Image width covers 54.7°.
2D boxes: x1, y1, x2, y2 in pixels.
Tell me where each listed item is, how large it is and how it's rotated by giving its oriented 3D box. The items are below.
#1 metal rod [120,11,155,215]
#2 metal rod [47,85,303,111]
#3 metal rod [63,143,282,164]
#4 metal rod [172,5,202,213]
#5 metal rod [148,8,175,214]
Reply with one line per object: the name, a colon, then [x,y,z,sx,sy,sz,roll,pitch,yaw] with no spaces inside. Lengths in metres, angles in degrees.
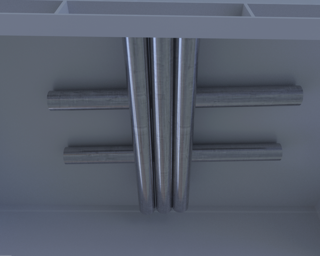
metal rod: [-0.022,0.010,0.381,0.025,0.025,0.298,-1,130,0]
metal rod: [0.018,-0.036,0.377,0.302,0.025,0.025,-1,130,0]
metal rod: [0.018,0.036,0.439,0.302,0.025,0.025,-1,130,0]
metal rod: [0.029,0.006,0.378,0.025,0.025,0.298,-1,130,0]
metal rod: [0.004,0.008,0.380,0.025,0.025,0.298,-1,130,0]
